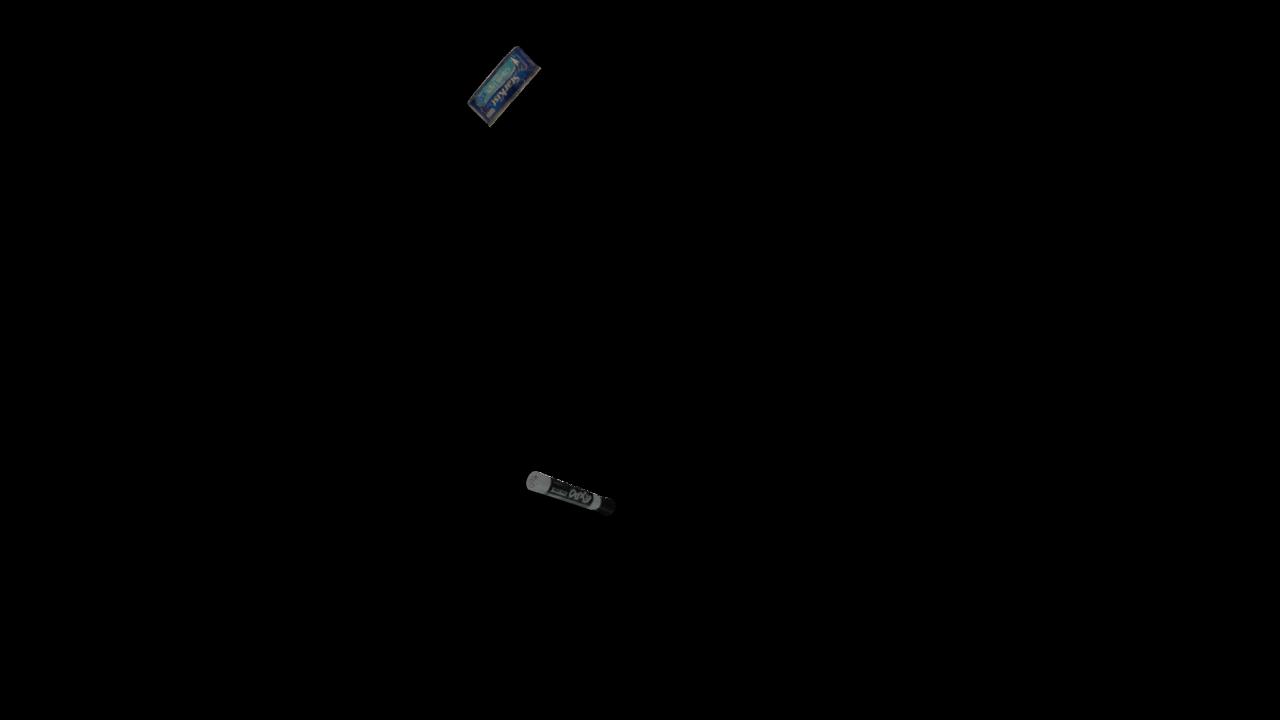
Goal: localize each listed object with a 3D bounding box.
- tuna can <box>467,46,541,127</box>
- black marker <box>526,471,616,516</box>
[{"bbox_3d":[-0.146,-0.294,0.660,0.034,0.084,0.084,41,-20,-24],"label":"tuna can"},{"bbox_3d":[-0.066,0.137,0.623,0.020,0.020,0.121,0,-23,40],"label":"black marker"}]
